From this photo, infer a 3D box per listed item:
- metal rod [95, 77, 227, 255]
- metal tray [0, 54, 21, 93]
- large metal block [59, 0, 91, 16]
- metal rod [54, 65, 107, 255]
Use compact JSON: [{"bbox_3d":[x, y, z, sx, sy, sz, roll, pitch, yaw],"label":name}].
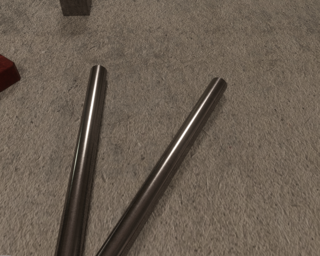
[{"bbox_3d":[0.015,0.036,0.373,0.025,0.025,0.301,23,53,18],"label":"metal rod"},{"bbox_3d":[-0.288,-0.067,0.453,0.090,0.030,0.131,30,56,22],"label":"metal tray"},{"bbox_3d":[-0.164,-0.273,0.595,0.050,0.080,0.080,-3,50,-3],"label":"large metal block"},{"bbox_3d":[-0.091,0.028,0.378,0.025,0.025,0.300,0,50,-1],"label":"metal rod"}]
